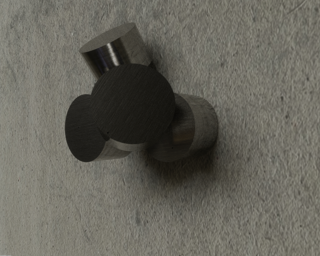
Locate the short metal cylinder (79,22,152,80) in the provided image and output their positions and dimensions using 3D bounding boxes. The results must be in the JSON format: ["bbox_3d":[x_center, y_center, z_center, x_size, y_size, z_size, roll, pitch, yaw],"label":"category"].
[{"bbox_3d":[-0.058,-0.097,0.408,0.080,0.080,0.050,0,129,39],"label":"short metal cylinder"}]

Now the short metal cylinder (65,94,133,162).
[{"bbox_3d":[-0.072,0.000,0.381,0.080,0.050,0.079,0,90,39],"label":"short metal cylinder"}]

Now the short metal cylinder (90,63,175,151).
[{"bbox_3d":[-0.028,-0.019,0.317,0.050,0.081,0.080,118,140,-76],"label":"short metal cylinder"}]

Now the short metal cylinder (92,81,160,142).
[{"bbox_3d":[-0.047,-0.022,0.427,0.080,0.050,0.079,0,90,39],"label":"short metal cylinder"}]

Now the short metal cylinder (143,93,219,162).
[{"bbox_3d":[0.022,-0.001,0.370,0.080,0.050,0.079,0,90,39],"label":"short metal cylinder"}]
